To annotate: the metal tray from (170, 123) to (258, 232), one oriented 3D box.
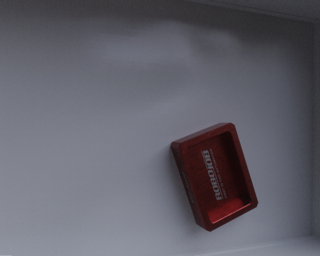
[{"bbox_3d":[0.078,0.067,0.438,0.091,0.030,0.129,-21,97,-19],"label":"metal tray"}]
